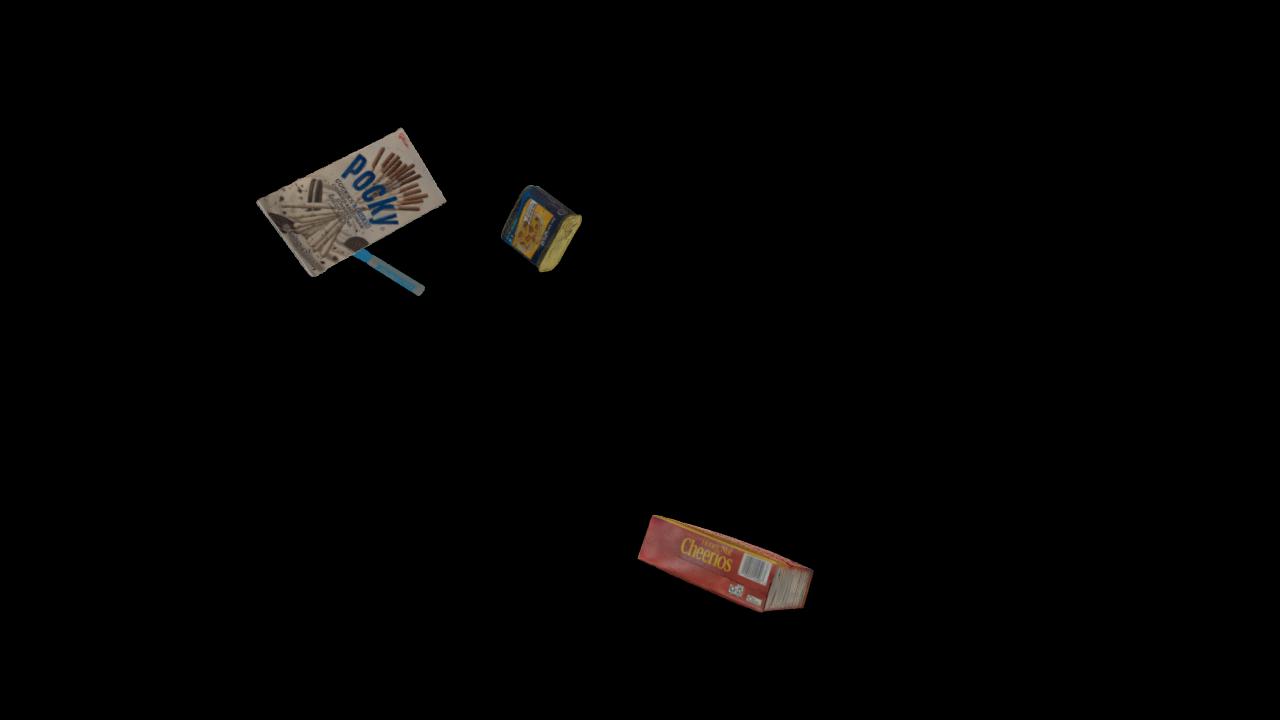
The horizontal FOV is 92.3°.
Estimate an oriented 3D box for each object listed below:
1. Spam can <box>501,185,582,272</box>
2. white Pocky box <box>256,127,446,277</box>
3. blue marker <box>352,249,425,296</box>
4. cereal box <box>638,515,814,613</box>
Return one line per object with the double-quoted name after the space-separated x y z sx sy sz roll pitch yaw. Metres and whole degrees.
-0.150 -0.198 0.927 0.085 0.101 0.058 38 22 10 "Spam can"
-0.280 -0.156 0.609 0.154 0.084 0.028 -38 28 -21 "white Pocky box"
-0.386 -0.137 0.943 0.020 0.020 0.121 0 -28 45 "blue marker"
0.151 0.331 0.996 0.203 0.081 0.306 14 -12 29 "cereal box"
